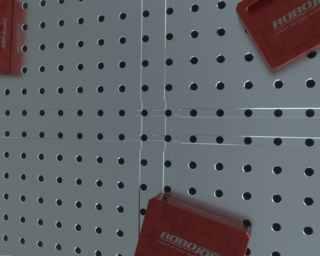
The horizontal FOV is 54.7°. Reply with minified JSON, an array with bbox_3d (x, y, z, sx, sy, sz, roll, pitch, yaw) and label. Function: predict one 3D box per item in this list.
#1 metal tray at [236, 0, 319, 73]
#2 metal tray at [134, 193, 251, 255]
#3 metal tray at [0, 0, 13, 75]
[{"bbox_3d":[0.166,-0.134,0.351,0.130,0.030,0.090,-29,81,17],"label":"metal tray"},{"bbox_3d":[0.040,0.148,0.395,0.130,0.030,0.089,16,95,18],"label":"metal tray"},{"bbox_3d":[-0.292,-0.154,0.510,0.090,0.030,0.129,4,91,19],"label":"metal tray"}]
